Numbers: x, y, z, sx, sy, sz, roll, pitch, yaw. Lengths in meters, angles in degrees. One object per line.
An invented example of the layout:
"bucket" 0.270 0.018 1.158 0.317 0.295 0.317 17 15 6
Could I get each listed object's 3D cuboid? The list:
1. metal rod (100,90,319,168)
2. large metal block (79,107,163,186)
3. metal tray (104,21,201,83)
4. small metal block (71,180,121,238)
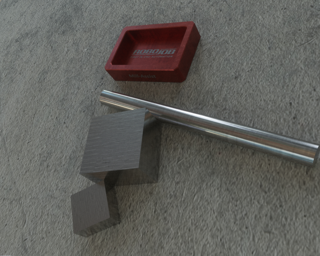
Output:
"metal rod" 0.036 -0.009 0.389 0.300 0.025 0.025 17 71 34
"large metal block" -0.047 0.027 0.395 0.080 0.050 0.080 -9 58 23
"metal tray" -0.012 -0.116 0.476 0.130 0.030 0.090 7 65 30
"small metal block" -0.080 0.100 0.383 0.050 0.025 0.050 -26 53 11
